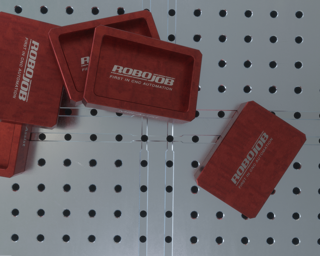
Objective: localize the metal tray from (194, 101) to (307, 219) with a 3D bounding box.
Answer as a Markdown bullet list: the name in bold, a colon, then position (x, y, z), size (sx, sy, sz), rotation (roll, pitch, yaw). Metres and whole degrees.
- **metal tray**: position (0.118, 0.041, 0.412), size (0.090, 0.030, 0.130), rotation (33, 90, 0)

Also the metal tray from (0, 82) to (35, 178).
- **metal tray**: position (-0.221, -0.007, 0.409), size (0.090, 0.030, 0.129), rotation (10, 90, 0)

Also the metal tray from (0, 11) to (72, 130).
- **metal tray**: position (-0.166, -0.069, 0.388), size (0.091, 0.030, 0.129), rotation (10, 81, -16)

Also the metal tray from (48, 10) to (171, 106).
- **metal tray**: position (-0.061, -0.089, 0.390), size (0.131, 0.030, 0.090), rotation (-19, 90, -19)

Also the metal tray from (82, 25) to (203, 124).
- **metal tray**: position (-0.019, -0.060, 0.368), size (0.131, 0.030, 0.090), rotation (10, 82, -17)
